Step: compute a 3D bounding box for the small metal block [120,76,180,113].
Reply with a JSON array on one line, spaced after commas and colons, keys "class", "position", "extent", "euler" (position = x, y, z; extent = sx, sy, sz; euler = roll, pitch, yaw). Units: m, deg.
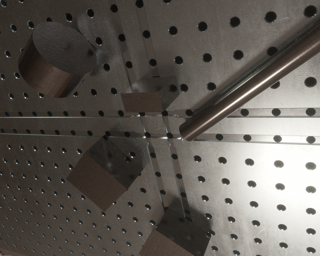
[{"class": "small metal block", "position": [-0.011, -0.041, 0.374], "extent": [0.050, 0.050, 0.025], "euler": [1, 119, 27]}]

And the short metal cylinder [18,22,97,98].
[{"class": "short metal cylinder", "position": [-0.128, -0.085, 0.389], "extent": [0.080, 0.080, 0.050], "euler": [47, 129, -5]}]

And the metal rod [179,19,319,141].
[{"class": "metal rod", "position": [0.125, -0.067, 0.303], "extent": [0.025, 0.025, 0.299], "euler": [47, 129, -5]}]

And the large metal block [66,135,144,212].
[{"class": "large metal block", "position": [-0.087, 0.072, 0.483], "extent": [0.080, 0.050, 0.080], "euler": [41, 129, -1]}]

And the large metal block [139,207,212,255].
[{"class": "large metal block", "position": [0.023, 0.187, 0.497], "extent": [0.080, 0.050, 0.079], "euler": [32, 128, 7]}]
